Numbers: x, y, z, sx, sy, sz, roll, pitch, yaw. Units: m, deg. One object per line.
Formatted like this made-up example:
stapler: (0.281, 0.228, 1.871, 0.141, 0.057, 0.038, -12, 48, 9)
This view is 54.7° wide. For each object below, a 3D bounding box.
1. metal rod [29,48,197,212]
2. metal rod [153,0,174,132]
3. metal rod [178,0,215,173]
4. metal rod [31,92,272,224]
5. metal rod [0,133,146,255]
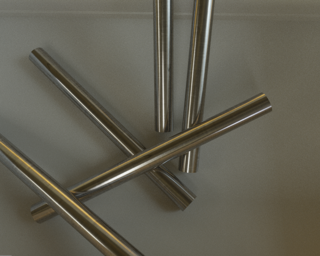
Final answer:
metal rod: (-0.071, -0.007, 0.411, 0.300, 0.025, 0.025, 43, 75, 14)
metal rod: (0.004, -0.142, 0.378, 0.025, 0.025, 0.298, -1, 103, 0)
metal rod: (0.048, -0.094, 0.376, 0.025, 0.025, 0.298, 5, 96, 2)
metal rod: (-0.012, 0.037, 0.364, 0.301, 0.025, 0.025, -26, 72, 3)
metal rod: (-0.140, 0.061, 0.357, 0.300, 0.025, 0.025, 32, 73, 22)
